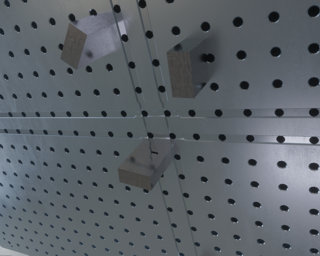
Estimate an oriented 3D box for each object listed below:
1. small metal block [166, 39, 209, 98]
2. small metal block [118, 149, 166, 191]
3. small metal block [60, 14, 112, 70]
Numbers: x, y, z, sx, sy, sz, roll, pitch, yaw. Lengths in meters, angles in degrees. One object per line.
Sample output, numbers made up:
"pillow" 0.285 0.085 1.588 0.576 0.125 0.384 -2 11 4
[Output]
"small metal block" 0.032 -0.066 0.338 0.025 0.050 0.050 6 121 25
"small metal block" -0.025 0.059 0.445 0.050 0.050 0.025 11 123 22
"small metal block" -0.090 -0.105 0.378 0.025 0.050 0.050 35 129 5
